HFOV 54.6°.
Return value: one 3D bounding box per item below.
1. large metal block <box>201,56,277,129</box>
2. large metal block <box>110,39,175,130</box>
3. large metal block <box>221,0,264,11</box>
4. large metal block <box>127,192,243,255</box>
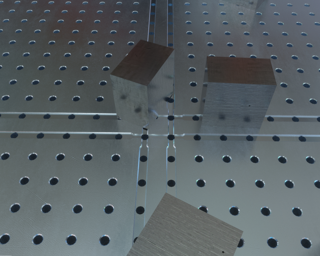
[{"bbox_3d":[0.099,-0.046,0.411,0.080,0.080,0.050,3,50,2],"label":"large metal block"},{"bbox_3d":[-0.020,-0.059,0.422,0.050,0.080,0.080,20,53,16],"label":"large metal block"},{"bbox_3d":[0.181,-0.294,0.640,0.080,0.050,0.080,27,55,21],"label":"large metal block"},{"bbox_3d":[0.021,0.121,0.290,0.080,0.050,0.080,23,54,18],"label":"large metal block"}]
